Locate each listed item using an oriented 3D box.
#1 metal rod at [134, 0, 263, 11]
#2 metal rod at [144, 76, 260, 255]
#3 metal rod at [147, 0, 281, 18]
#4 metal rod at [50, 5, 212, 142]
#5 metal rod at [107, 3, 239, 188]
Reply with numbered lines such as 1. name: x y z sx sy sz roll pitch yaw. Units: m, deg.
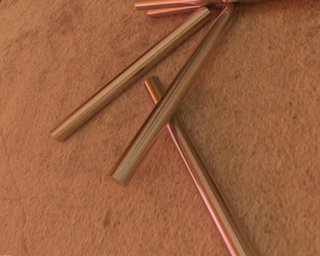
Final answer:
1. metal rod: 0.096 -0.192 0.442 0.300 0.025 0.025 7 65 28
2. metal rod: 0.041 0.041 0.356 0.025 0.025 0.300 -32 52 7
3. metal rod: 0.116 -0.195 0.461 0.300 0.025 0.025 3 63 29
4. metal rod: -0.045 -0.083 0.476 0.300 0.025 0.025 -39 51 1
5. metal rod: 0.029 -0.057 0.397 0.025 0.025 0.300 17 62 34
